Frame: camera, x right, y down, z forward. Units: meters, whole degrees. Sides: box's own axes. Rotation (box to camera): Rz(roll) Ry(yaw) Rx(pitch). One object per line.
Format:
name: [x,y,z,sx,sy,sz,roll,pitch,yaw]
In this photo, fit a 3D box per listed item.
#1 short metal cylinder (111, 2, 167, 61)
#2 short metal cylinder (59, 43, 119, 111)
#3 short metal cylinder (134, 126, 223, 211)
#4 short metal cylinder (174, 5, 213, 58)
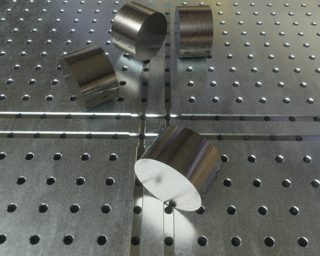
short metal cylinder: [-0.033,-0.156,0.503,0.050,0.080,0.080,32,57,23]
short metal cylinder: [-0.099,-0.070,0.430,0.050,0.080,0.080,-27,55,-21]
short metal cylinder: [0.020,0.044,0.335,0.080,0.080,0.050,25,55,19]
short metal cylinder: [0.053,-0.157,0.504,0.050,0.080,0.080,-3,50,-3]
